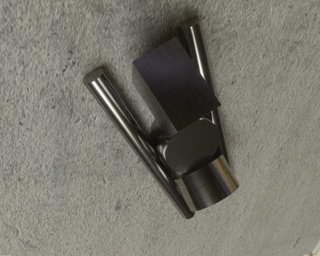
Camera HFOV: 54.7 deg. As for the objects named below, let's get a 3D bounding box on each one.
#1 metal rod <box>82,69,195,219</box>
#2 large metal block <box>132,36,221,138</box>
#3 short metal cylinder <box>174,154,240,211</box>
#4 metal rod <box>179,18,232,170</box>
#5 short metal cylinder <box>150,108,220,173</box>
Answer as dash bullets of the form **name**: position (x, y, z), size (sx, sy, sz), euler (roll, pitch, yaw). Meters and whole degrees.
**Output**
- **metal rod**: position (-0.012, 0.043, 0.428), size (0.025, 0.025, 0.299), euler (-35, 129, -5)
- **large metal block**: position (0.013, -0.038, 0.336), size (0.050, 0.080, 0.080), euler (-32, 87, -8)
- **short metal cylinder**: position (0.067, 0.078, 0.450), size (0.080, 0.080, 0.050), euler (-28, 86, -11)
- **metal rod**: position (0.076, -0.009, 0.443), size (0.025, 0.025, 0.299), euler (-29, 128, -10)
- **short metal cylinder**: position (0.033, 0.013, 0.418), size (0.081, 0.050, 0.079), euler (-14, 124, -21)
